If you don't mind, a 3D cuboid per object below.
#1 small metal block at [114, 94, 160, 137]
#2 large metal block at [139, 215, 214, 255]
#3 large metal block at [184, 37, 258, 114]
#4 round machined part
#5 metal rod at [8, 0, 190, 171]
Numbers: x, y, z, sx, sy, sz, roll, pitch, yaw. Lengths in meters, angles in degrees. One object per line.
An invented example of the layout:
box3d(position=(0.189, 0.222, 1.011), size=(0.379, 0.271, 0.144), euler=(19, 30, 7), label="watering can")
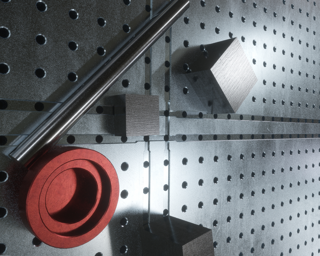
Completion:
box3d(position=(-0.028, -0.016, 0.385), size=(0.050, 0.025, 0.050), euler=(-2, 91, -40), label="small metal block")
box3d(position=(0.023, 0.166, 0.393), size=(0.050, 0.080, 0.079), euler=(-12, 98, -40), label="large metal block")
box3d(position=(0.095, -0.078, 0.473), size=(0.080, 0.050, 0.080), euler=(-51, 120, -28), label="large metal block")
box3d(position=(-0.094, 0.067, 0.317), size=(0.099, 0.042, 0.097), euler=(-4, 95, -43), label="round machined part")
box3d(position=(-0.052, -0.071, 0.365), size=(0.301, 0.025, 0.025), euler=(-52, 121, -27), label="metal rod")
